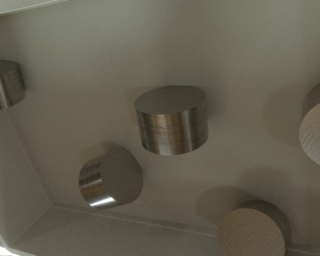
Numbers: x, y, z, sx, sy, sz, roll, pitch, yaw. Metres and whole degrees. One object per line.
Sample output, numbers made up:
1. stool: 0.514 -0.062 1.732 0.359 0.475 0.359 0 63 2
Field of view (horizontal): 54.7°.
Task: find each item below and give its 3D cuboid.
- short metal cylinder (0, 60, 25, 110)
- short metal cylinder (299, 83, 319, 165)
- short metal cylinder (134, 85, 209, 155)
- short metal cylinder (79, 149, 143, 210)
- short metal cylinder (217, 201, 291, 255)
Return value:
1. short metal cylinder: -0.251 -0.065 0.466 0.080 0.080 0.050 12 124 22
2. short metal cylinder: 0.178 -0.005 0.296 0.080 0.050 0.079 13 124 21
3. short metal cylinder: 0.014 -0.011 0.359 0.080 0.080 0.050 6 121 25
4. short metal cylinder: -0.071 0.076 0.458 0.050 0.080 0.080 -24 105 37
5. short metal cylinder: 0.120 0.137 0.392 0.080 0.050 0.080 -1 89 31
